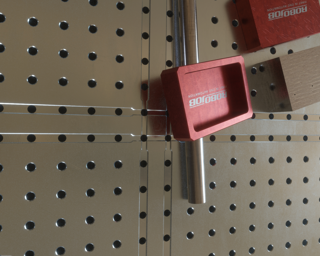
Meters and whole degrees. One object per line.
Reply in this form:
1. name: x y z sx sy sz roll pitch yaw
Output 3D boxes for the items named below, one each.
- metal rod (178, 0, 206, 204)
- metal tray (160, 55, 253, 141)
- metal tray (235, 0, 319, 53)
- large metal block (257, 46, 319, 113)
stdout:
1. metal rod: 0.044 -0.046 0.428 0.025 0.025 0.298 -3 91 -20
2. metal tray: 0.067 -0.043 0.410 0.131 0.030 0.089 -19 101 -37
3. metal tray: 0.187 -0.177 0.478 0.131 0.030 0.090 -19 97 -19
4. large metal block: 0.206 -0.074 0.475 0.081 0.050 0.080 -18 96 -19
